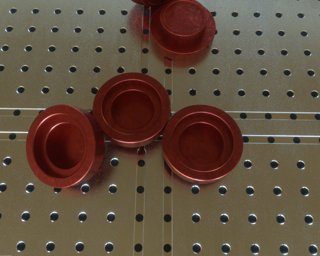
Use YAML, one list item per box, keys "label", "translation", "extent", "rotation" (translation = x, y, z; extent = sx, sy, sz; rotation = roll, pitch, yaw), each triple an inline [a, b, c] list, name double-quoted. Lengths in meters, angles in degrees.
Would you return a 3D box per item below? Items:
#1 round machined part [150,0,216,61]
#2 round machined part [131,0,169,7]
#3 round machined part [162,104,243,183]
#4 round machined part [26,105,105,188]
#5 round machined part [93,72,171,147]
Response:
- label: "round machined part"
  translation: [0.034, -0.152, 0.459]
  extent: [0.099, 0.042, 0.098]
  rotation: [0, 70, -1]
- label: "round machined part"
  translation: [-0.005, -0.217, 0.452]
  extent: [0.099, 0.098, 0.042]
  rotation: [-23, 72, -8]
- label: "round machined part"
  translation: [0.052, 0.022, 0.395]
  extent: [0.099, 0.042, 0.098]
  rotation: [0, 70, -1]
- label: "round machined part"
  translation: [-0.110, 0.022, 0.380]
  extent: [0.098, 0.042, 0.097]
  rotation: [-1, 87, 20]
- label: "round machined part"
  translation: [-0.036, -0.021, 0.410]
  extent: [0.099, 0.042, 0.098]
  rotation: [0, 70, -1]
